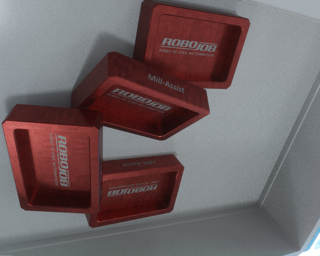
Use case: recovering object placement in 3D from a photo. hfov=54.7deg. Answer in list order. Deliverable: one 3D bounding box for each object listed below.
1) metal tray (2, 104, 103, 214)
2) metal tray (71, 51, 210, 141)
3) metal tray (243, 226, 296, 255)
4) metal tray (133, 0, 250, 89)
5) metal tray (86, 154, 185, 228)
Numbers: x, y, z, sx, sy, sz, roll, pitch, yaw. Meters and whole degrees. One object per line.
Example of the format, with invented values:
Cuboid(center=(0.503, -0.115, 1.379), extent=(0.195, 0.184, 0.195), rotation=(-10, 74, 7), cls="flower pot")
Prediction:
Cuboid(center=(-0.110, 0.039, 0.340), extent=(0.091, 0.030, 0.129), rotation=(4, 125, -5), cls="metal tray")
Cuboid(center=(-0.021, -0.028, 0.347), extent=(0.131, 0.030, 0.090), rotation=(16, 146, -35), cls="metal tray")
Cuboid(center=(0.252, 0.299, 0.735), extent=(0.130, 0.030, 0.090), rotation=(-48, 129, 6), cls="metal tray")
Cuboid(center=(0.037, -0.095, 0.368), extent=(0.131, 0.030, 0.089), rotation=(-2, 120, -28), cls="metal tray")
Cuboid(center=(-0.036, 0.088, 0.441), extent=(0.131, 0.030, 0.089), rotation=(-3, 120, -27), cls="metal tray")
